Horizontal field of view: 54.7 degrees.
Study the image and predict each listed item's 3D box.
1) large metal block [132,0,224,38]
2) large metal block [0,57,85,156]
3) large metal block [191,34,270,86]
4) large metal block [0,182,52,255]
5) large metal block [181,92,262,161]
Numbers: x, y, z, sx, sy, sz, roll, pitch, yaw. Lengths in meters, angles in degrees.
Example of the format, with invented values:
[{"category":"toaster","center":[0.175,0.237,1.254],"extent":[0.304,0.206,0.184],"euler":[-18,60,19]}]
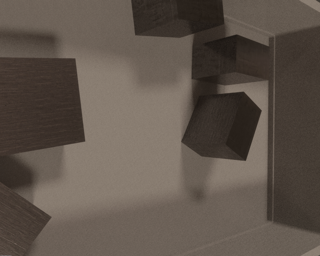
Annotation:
[{"category":"large metal block","center":[0.022,-0.149,0.391],"extent":[0.081,0.080,0.050],"euler":[-11,97,-40]},{"category":"large metal block","center":[-0.123,-0.021,0.288],"extent":[0.081,0.050,0.079],"euler":[-10,97,-40]},{"category":"large metal block","center":[0.105,-0.097,0.461],"extent":[0.081,0.080,0.050],"euler":[3,89,-40]},{"category":"large metal block","center":[-0.157,0.084,0.260],"extent":[0.080,0.050,0.080],"euler":[49,61,-29]},{"category":"large metal block","center":[0.088,-0.002,0.448],"extent":[0.050,0.080,0.080],"euler":[36,68,-35]}]
